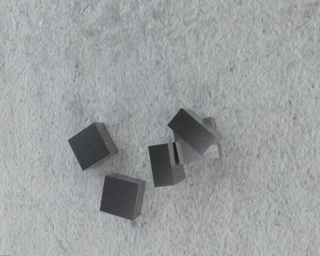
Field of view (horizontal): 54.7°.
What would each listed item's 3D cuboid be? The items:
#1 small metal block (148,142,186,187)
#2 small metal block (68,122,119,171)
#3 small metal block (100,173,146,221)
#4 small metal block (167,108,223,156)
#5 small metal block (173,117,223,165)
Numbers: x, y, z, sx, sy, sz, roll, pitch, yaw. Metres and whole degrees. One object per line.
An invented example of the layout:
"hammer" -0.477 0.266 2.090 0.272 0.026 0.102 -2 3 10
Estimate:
"small metal block" 0.010 0.044 0.392 0.025 0.050 0.050 -10 87 19
"small metal block" -0.095 0.026 0.441 0.050 0.025 0.050 -32 80 17
"small metal block" -0.051 0.093 0.426 0.050 0.025 0.050 11 94 19
"small metal block" 0.042 0.004 0.354 0.050 0.050 0.025 42 103 15
"small metal block" 0.047 0.016 0.392 0.050 0.025 0.050 -14 86 19
